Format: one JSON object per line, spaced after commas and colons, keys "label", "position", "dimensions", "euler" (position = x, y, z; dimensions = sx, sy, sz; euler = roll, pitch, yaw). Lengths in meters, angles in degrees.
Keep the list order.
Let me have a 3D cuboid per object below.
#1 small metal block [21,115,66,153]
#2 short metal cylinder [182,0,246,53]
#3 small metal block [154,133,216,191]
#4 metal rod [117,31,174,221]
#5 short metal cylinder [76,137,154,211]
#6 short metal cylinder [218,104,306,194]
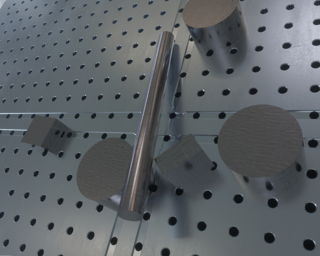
{"label": "small metal block", "position": [-0.189, 0.009, 0.502], "dimensions": [0.050, 0.025, 0.050], "euler": [8, 66, 31]}
{"label": "short metal cylinder", "position": [0.079, -0.157, 0.447], "dimensions": [0.080, 0.050, 0.080], "euler": [-13, 56, 21]}
{"label": "small metal block", "position": [0.029, 0.040, 0.352], "dimensions": [0.050, 0.050, 0.025], "euler": [-35, 52, 5]}
{"label": "metal rod", "position": [-0.009, -0.029, 0.396], "dimensions": [0.025, 0.025, 0.300], "euler": [-10, 46, 23]}
{"label": "short metal cylinder", "position": [-0.055, 0.058, 0.385], "dimensions": [0.080, 0.050, 0.080], "euler": [-13, 56, 21]}
{"label": "short metal cylinder", "position": [0.106, 0.022, 0.323], "dimensions": [0.080, 0.050, 0.080], "euler": [-13, 56, 21]}
